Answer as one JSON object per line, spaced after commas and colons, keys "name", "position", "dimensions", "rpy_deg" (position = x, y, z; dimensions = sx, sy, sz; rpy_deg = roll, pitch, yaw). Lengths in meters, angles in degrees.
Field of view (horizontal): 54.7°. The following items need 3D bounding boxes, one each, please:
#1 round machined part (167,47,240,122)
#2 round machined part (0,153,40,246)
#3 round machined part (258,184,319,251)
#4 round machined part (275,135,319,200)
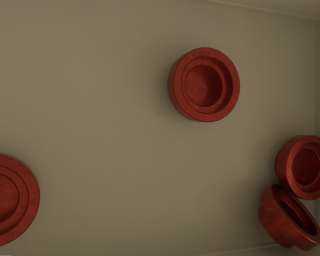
{"name": "round machined part", "position": [0.055, -0.056, 0.422], "dimensions": [0.099, 0.042, 0.097], "rpy_deg": [0, 90, -20]}
{"name": "round machined part", "position": [-0.182, 0.075, 0.334], "dimensions": [0.099, 0.042, 0.097], "rpy_deg": [0, 90, -20]}
{"name": "round machined part", "position": [0.182, 0.133, 0.449], "dimensions": [0.098, 0.098, 0.042], "rpy_deg": [34, 116, -17]}
{"name": "round machined part", "position": [0.220, 0.060, 0.483], "dimensions": [0.099, 0.042, 0.097], "rpy_deg": [0, 90, -20]}
